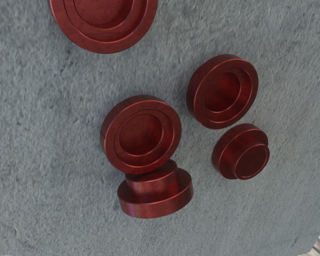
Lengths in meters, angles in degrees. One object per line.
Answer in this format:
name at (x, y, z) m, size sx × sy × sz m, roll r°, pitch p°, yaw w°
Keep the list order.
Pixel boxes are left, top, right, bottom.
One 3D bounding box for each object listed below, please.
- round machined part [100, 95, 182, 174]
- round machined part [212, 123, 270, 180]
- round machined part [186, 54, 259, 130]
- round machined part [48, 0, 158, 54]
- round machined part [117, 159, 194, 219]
round machined part at (-0.026, 0.005, 0.382) m, size 0.099 × 0.042 × 0.097 m, roll -12°, pitch 119°, yaw -22°
round machined part at (0.137, 0.045, 0.501) m, size 0.099 × 0.042 × 0.097 m, roll -14°, pitch 125°, yaw -21°
round machined part at (0.077, -0.050, 0.409) m, size 0.099 × 0.042 × 0.097 m, roll -14°, pitch 125°, yaw -21°
round machined part at (-0.055, -0.123, 0.290) m, size 0.099 × 0.042 × 0.097 m, roll -14°, pitch 125°, yaw -21°
round machined part at (-0.008, 0.072, 0.404) m, size 0.099 × 0.098 × 0.042 m, roll -17°, pitch 108°, yaw -19°
